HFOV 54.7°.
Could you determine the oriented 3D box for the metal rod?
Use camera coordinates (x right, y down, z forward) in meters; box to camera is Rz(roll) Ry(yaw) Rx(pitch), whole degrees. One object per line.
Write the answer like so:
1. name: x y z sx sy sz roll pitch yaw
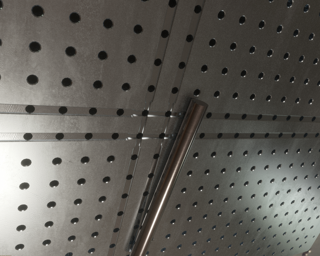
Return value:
1. metal rod: 0.006 0.095 0.475 0.025 0.025 0.298 6 115 -32
